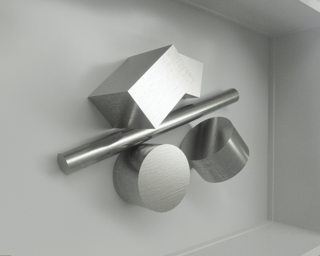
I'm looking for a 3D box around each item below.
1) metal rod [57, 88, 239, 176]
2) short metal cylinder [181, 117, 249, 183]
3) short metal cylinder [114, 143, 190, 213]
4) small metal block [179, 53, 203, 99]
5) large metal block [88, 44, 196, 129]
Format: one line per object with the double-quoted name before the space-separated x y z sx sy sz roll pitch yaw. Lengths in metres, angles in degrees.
"metal rod" 0.009 -0.008 0.415 0.302 0.025 0.025 -23 105 -38
"short metal cylinder" 0.077 0.030 0.437 0.050 0.080 0.080 51 60 -29
"short metal cylinder" -0.009 0.059 0.382 0.081 0.050 0.079 0 90 -40
"small metal block" 0.032 -0.071 0.433 0.050 0.025 0.050 11 83 -40
"large metal block" -0.021 -0.045 0.354 0.080 0.080 0.050 -51 121 -28
